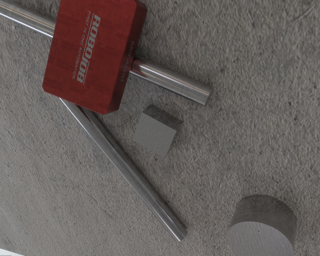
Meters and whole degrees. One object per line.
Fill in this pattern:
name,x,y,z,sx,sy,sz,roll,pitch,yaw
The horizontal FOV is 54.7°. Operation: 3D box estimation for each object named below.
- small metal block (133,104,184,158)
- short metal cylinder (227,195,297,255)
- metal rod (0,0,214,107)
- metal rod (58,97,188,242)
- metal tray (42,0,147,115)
small metal block,-0.003,0.004,0.411,0.050,0.025,0.050,29,128,9
short metal cylinder,0.133,0.134,0.404,0.080,0.050,0.079,13,124,21
metal rod,-0.076,-0.099,0.385,0.301,0.025,0.025,25,127,12
metal rod,-0.055,0.055,0.469,0.025,0.025,0.300,-30,102,38
metal tray,-0.077,-0.091,0.357,0.090,0.030,0.129,22,105,13
